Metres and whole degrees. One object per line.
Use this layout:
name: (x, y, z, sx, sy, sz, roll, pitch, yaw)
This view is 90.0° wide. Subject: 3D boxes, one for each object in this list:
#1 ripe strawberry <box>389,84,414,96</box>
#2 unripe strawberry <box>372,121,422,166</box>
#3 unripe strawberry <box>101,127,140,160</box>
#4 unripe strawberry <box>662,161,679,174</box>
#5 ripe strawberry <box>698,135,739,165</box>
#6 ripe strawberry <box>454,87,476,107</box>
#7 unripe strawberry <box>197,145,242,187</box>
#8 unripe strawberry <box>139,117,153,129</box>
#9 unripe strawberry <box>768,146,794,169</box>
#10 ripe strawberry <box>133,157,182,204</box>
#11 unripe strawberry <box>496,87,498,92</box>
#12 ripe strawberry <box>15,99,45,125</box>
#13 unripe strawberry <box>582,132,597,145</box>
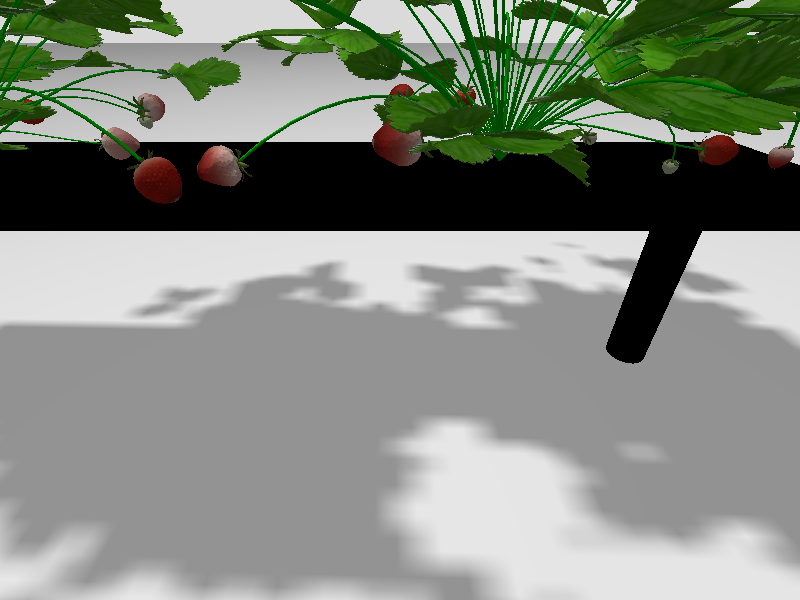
ripe strawberry: (0.000, -0.239, 0.481, 0.034, 0.039, 0.037, -15, 35, -20)
unripe strawberry: (-0.003, -0.124, 0.314, 0.037, 0.037, 0.041, -8, 35, -11)
unripe strawberry: (-0.235, -0.132, 0.339, 0.026, 0.025, 0.024, -1, 34, -2)
unripe strawberry: (0.194, -0.095, 0.288, 0.010, 0.010, 0.009, 17, 38, 23)
ripe strawberry: (0.256, -0.120, 0.320, 0.027, 0.023, 0.027, 4, 34, 5)
ripe strawberry: (0.087, -0.271, 0.542, 0.030, 0.025, 0.030, 0, -13, 0)
unripe strawberry: (-0.124, -0.091, 0.274, 0.028, 0.027, 0.030, -16, 37, -12)
unripe strawberry: (-0.280, -0.196, 0.443, 0.014, 0.013, 0.013, 21, -33, 27)
unripe strawberry: (0.284, -0.106, 0.300, 0.015, 0.015, 0.014, 7, 35, 10)
ripe strawberry: (-0.152, -0.075, 0.255, 0.028, 0.028, 0.026, -33, 12, 40)
unripe strawberry: (0.140, -0.307, 0.586, 0.009, 0.010, 0.010, 6, 35, 8)
ripe strawberry: (-0.421, -0.214, 0.457, 0.029, 0.026, 0.027, -12, 23, -17)
unripe strawberry: (0.181, -0.153, 0.380, 0.013, 0.011, 0.013, 11, 23, -37)
